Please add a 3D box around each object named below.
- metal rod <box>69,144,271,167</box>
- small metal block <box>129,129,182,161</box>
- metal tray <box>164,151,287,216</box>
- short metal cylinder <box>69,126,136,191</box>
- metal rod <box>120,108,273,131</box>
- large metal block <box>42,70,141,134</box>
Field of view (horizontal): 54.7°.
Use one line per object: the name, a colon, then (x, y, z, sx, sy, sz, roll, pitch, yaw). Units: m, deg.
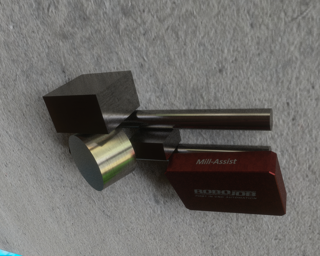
metal rod: (-0.005, 0.033, 0.430, 0.300, 0.025, 0.025, 0, 119, 27)
small metal block: (-0.006, 0.017, 0.404, 0.050, 0.050, 0.025, 1, 119, 27)
metal tray: (0.082, 0.070, 0.386, 0.130, 0.030, 0.090, -4, 134, 28)
short metal cylinder: (-0.076, 0.035, 0.406, 0.080, 0.050, 0.079, 34, 139, 36)
metal rod: (-0.012, -0.011, 0.407, 0.301, 0.025, 0.025, 1, 119, 27)
large metal block: (-0.083, -0.034, 0.394, 0.080, 0.080, 0.050, 1, 119, 27)
